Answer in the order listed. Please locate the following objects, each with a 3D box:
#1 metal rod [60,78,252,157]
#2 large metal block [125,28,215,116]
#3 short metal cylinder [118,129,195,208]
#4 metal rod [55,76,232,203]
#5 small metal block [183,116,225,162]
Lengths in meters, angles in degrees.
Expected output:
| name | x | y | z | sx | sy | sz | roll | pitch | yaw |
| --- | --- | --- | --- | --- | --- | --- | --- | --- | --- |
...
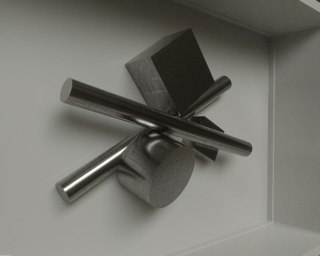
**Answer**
| name | x | y | z | sx | sy | sz | roll | pitch | yaw |
| --- | --- | --- | --- | --- | --- | --- | --- | --- | --- |
| metal rod | 0.022 | -0.002 | 0.392 | 0.302 | 0.025 | 0.025 | 17 | 79 | -39 |
| large metal block | 0.016 | -0.071 | 0.403 | 0.080 | 0.050 | 0.080 | -43 | 117 | -31 |
| short metal cylinder | -0.003 | 0.048 | 0.370 | 0.081 | 0.050 | 0.079 | -31 | 134 | -38 |
| metal rod | 0.001 | -0.002 | 0.407 | 0.302 | 0.025 | 0.025 | -34 | 112 | -35 |
| small metal block | 0.064 | 0.016 | 0.459 | 0.050 | 0.025 | 0.050 | 33 | 69 | -35 |
